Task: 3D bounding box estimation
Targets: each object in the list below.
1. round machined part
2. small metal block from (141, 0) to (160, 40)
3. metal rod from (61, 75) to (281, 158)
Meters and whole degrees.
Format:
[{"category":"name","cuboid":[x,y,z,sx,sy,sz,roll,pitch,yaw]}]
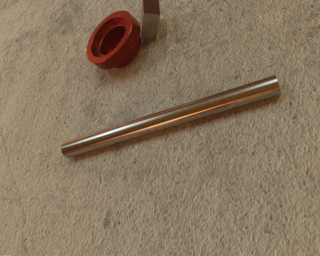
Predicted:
[{"category":"round machined part","cuboid":[-0.069,-0.137,0.504,0.098,0.042,0.098,-18,57,30]},{"category":"small metal block","cuboid":[-0.017,-0.180,0.502,0.025,0.050,0.050,2,57,-9]},{"category":"metal rod","cuboid":[0.001,-0.009,0.407,0.301,0.025,0.025,-17,55,18]}]
